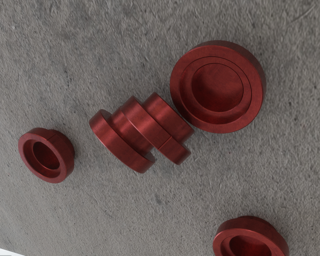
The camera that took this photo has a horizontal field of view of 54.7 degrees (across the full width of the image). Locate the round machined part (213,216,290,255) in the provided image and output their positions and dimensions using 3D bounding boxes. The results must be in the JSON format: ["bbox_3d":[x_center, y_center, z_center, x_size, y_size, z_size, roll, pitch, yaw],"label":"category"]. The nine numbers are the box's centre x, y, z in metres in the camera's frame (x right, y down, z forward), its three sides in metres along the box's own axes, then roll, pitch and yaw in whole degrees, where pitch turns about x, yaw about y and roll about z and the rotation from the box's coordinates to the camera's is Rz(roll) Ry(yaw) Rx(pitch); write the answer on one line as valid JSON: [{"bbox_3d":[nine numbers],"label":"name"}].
[{"bbox_3d":[0.127,0.161,0.429,0.098,0.042,0.097,13,124,21],"label":"round machined part"}]

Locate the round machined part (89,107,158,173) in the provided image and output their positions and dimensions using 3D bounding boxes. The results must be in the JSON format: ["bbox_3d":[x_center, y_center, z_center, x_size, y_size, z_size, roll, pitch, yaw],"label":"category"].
[{"bbox_3d":[-0.040,0.009,0.399,0.098,0.098,0.042,44,94,-3],"label":"round machined part"}]

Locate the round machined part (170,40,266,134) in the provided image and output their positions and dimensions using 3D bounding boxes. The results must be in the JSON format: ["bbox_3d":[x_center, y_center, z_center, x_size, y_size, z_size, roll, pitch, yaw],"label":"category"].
[{"bbox_3d":[0.064,-0.046,0.334,0.098,0.042,0.097,13,124,21],"label":"round machined part"}]

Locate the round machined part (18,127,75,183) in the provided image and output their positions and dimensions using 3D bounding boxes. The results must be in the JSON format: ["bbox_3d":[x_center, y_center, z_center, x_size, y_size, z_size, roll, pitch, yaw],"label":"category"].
[{"bbox_3d":[-0.183,0.041,0.518,0.098,0.042,0.097,13,124,21],"label":"round machined part"}]

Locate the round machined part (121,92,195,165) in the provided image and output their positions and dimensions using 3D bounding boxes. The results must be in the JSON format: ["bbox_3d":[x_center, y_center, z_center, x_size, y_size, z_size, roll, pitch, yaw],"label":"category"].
[{"bbox_3d":[0.003,-0.005,0.367,0.098,0.098,0.042,45,93,-3],"label":"round machined part"}]
